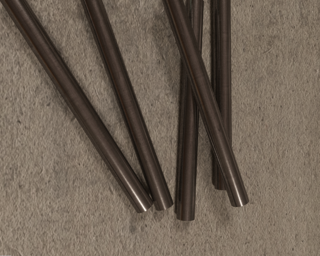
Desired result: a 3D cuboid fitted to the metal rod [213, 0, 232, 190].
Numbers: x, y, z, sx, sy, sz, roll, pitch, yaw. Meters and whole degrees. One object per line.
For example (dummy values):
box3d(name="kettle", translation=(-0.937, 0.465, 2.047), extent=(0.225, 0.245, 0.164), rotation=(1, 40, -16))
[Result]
box3d(name="metal rod", translation=(0.089, -0.062, 0.443), extent=(0.025, 0.025, 0.298), rotation=(-1, 90, -20))

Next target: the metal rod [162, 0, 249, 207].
box3d(name="metal rod", translation=(0.060, -0.037, 0.404), extent=(0.025, 0.025, 0.298), rotation=(-22, 98, -19))

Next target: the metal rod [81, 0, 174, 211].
box3d(name="metal rod", translation=(-0.042, -0.036, 0.394), extent=(0.025, 0.025, 0.298), rotation=(-22, 98, -19))

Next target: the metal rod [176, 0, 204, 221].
box3d(name="metal rod", translation=(0.041, -0.025, 0.425), extent=(0.025, 0.025, 0.298), rotation=(3, 89, -20))

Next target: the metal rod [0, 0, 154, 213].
box3d(name="metal rod", translation=(-0.094, -0.024, 0.374), extent=(0.025, 0.025, 0.299), rotation=(-34, 101, -17))
